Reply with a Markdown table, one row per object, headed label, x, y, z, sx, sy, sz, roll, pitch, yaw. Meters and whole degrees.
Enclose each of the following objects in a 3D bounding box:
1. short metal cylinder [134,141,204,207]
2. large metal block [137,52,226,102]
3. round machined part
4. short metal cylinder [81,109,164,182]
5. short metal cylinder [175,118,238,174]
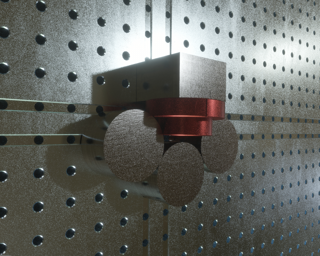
| label | x | y | z | sx | sy | sz | roll | pitch | yaw |
| --- | --- | --- | --- | --- | --- | --- | --- | --- | --- |
| short metal cylinder | 0.012 | 0.057 | 0.403 | 0.081 | 0.050 | 0.079 | 0 | 90 | -40 |
| large metal block | 0.027 | -0.058 | 0.395 | 0.081 | 0.080 | 0.050 | 1 | 90 | -40 |
| round machined part | 0.031 | -0.011 | 0.385 | 0.099 | 0.098 | 0.042 | 2 | 88 | -40 |
| short metal cylinder | -0.042 | 0.019 | 0.358 | 0.081 | 0.050 | 0.079 | 0 | 90 | -40 |
| short metal cylinder | 0.069 | 0.024 | 0.451 | 0.081 | 0.050 | 0.079 | 0 | 90 | -40 |
